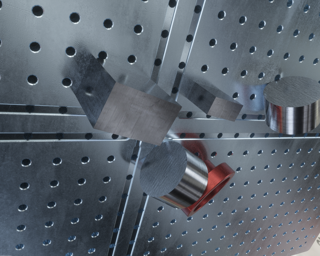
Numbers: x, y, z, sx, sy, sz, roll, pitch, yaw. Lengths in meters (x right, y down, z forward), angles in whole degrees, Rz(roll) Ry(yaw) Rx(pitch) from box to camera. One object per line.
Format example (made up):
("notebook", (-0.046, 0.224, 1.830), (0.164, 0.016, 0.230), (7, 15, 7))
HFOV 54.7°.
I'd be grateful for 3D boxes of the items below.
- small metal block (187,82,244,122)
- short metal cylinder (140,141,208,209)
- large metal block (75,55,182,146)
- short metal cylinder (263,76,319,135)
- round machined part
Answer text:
("small metal block", (0.074, -0.035, 0.416), (0.050, 0.050, 0.025), (12, 112, -34))
("short metal cylinder", (0.019, 0.065, 0.428), (0.080, 0.080, 0.050), (-49, 129, 6))
("large metal block", (-0.037, -0.030, 0.338), (0.081, 0.080, 0.050), (17, 109, -35))
("short metal cylinder", (0.199, -0.035, 0.465), (0.080, 0.080, 0.050), (-27, 128, -12))
("round machined part", (0.064, 0.086, 0.473), (0.098, 0.042, 0.098), (-37, 158, -17))
